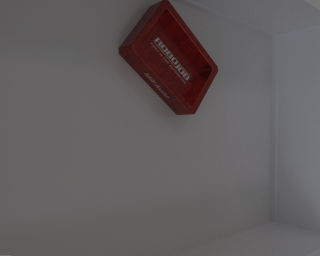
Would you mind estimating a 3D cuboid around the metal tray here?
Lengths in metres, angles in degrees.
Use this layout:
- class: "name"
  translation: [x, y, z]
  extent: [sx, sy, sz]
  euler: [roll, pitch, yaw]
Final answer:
- class: "metal tray"
  translation: [0.017, -0.090, 0.416]
  extent: [0.130, 0.030, 0.090]
  euler: [44, 63, -31]
